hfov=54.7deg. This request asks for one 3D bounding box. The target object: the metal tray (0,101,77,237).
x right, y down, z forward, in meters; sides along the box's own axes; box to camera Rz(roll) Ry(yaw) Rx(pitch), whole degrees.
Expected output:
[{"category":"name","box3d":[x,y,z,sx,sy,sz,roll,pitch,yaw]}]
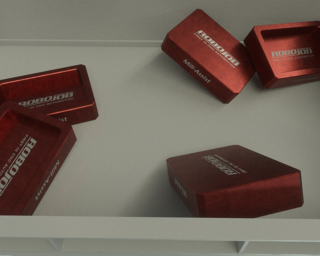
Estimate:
[{"category":"metal tray","box3d":[-0.165,0.041,0.344,0.090,0.030,0.130,21,62,7]}]

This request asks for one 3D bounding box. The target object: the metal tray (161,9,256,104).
[{"category":"metal tray","box3d":[0.078,-0.109,0.462,0.130,0.030,0.090,41,58,2]}]

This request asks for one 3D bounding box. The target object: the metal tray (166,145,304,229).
[{"category":"metal tray","box3d":[0.064,0.050,0.308,0.091,0.030,0.130,-10,9,-9]}]

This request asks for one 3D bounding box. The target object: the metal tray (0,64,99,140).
[{"category":"metal tray","box3d":[-0.160,-0.039,0.433,0.131,0.030,0.090,-14,52,-12]}]

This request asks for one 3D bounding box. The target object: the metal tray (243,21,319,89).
[{"category":"metal tray","box3d":[0.202,-0.112,0.466,0.131,0.030,0.090,-11,71,-19]}]
